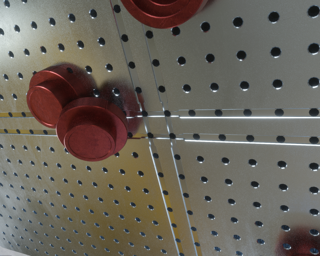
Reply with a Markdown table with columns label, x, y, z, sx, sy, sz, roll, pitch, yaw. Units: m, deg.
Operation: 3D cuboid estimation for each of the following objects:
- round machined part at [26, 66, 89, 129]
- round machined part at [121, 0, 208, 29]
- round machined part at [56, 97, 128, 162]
| label | x | y | z | sx | sy | sz | roll | pitch | yaw |
| --- | --- | --- | --- | --- | --- | --- | --- | --- | --- |
| round machined part | -0.156 | -0.038 | 0.460 | 0.098 | 0.042 | 0.097 | 13 | 124 | 21 |
| round machined part | 0.007 | -0.152 | 0.303 | 0.098 | 0.042 | 0.097 | 13 | 124 | 21 |
| round machined part | -0.094 | 0.009 | 0.431 | 0.099 | 0.042 | 0.097 | -1 | 130 | -1 |
